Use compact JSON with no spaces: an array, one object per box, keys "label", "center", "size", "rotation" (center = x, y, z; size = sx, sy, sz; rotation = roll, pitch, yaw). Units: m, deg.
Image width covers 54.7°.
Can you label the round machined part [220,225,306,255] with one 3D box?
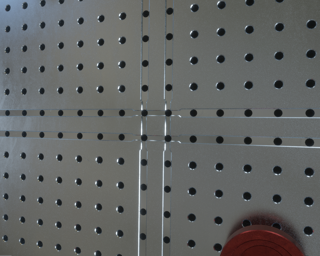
[{"label":"round machined part","center":[0.121,0.161,0.361],"size":[0.098,0.042,0.097],"rotation":[0,90,19]}]
